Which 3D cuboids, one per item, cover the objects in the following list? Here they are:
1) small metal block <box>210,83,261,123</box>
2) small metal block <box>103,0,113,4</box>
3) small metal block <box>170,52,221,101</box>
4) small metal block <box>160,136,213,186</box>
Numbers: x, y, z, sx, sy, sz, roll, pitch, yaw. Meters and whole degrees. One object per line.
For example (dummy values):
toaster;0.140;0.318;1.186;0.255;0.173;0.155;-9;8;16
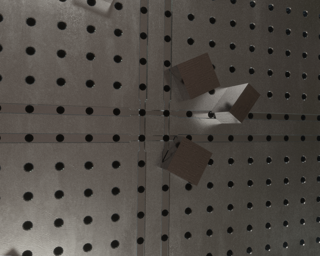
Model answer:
small metal block;0.106;-0.034;0.440;0.025;0.050;0.050;40;77;-16
small metal block;-0.076;-0.192;0.385;0.050;0.025;0.050;16;84;-20
small metal block;0.049;-0.071;0.432;0.050;0.025;0.050;-26;99;-19
small metal block;0.036;0.045;0.427;0.050;0.025;0.050;30;80;-18
